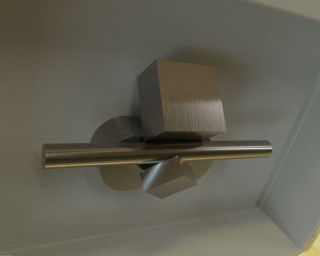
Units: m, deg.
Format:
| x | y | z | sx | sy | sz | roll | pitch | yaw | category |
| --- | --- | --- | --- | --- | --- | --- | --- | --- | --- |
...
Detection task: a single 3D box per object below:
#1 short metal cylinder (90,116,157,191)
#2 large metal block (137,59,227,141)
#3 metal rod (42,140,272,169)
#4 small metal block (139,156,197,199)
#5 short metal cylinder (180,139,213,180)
| x | y | z | sx | sy | sz | roll | pitch | yaw | category |
| --- | --- | --- | --- | --- | --- | --- | --- | --- | --- |
| -0.042 | 0.032 | 0.389 | 0.081 | 0.050 | 0.079 | -14 | 125 | -21 | short metal cylinder |
| 0.024 | -0.028 | 0.361 | 0.081 | 0.050 | 0.080 | 1 | 75 | -29 | large metal block |
| 0.020 | 0.029 | 0.372 | 0.303 | 0.025 | 0.025 | 1 | 118 | -29 | metal rod |
| 0.011 | 0.061 | 0.373 | 0.050 | 0.025 | 0.050 | -25 | 151 | 13 | small metal block |
| 0.028 | 0.033 | 0.429 | 0.081 | 0.050 | 0.079 | -14 | 125 | -21 | short metal cylinder |
